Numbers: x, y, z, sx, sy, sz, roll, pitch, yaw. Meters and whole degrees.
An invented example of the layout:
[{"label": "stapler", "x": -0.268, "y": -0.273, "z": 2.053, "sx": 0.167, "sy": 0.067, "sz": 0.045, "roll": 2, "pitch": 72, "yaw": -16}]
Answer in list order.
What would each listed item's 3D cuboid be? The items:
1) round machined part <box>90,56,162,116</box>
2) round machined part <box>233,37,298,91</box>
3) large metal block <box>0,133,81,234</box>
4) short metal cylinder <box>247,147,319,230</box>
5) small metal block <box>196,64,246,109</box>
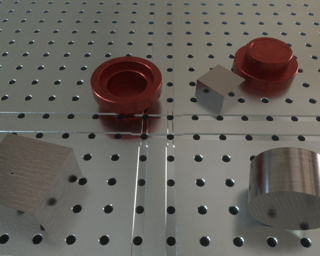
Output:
[{"label": "round machined part", "x": -0.046, "y": -0.056, "z": 0.443, "sx": 0.099, "sy": 0.042, "sz": 0.098, "roll": 0, "pitch": 50, "yaw": 0}, {"label": "round machined part", "x": 0.167, "y": -0.106, "z": 0.487, "sx": 0.099, "sy": 0.042, "sz": 0.098, "roll": 0, "pitch": 50, "yaw": 0}, {"label": "large metal block", "x": -0.146, "y": 0.059, "z": 0.341, "sx": 0.080, "sy": 0.050, "sz": 0.080, "roll": 12, "pitch": 51, "yaw": 10}, {"label": "short metal cylinder", "x": 0.133, "y": 0.064, "z": 0.319, "sx": 0.080, "sy": 0.080, "sz": 0.050, "roll": 10, "pitch": 51, "yaw": 8}, {"label": "small metal block", "x": 0.090, "y": -0.063, "z": 0.461, "sx": 0.050, "sy": 0.025, "sz": 0.050, "roll": -37, "pitch": 59, "yaw": -27}]
